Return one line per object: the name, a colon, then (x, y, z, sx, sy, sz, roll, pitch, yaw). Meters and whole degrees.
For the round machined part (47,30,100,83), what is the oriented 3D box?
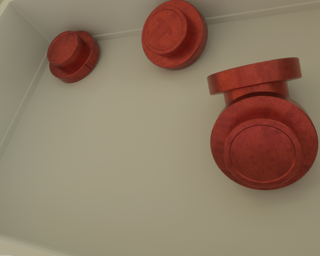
round machined part: (-0.160, -0.132, 0.550, 0.098, 0.042, 0.098, -11, 64, 23)

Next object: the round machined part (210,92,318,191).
round machined part: (0.097, 0.017, 0.296, 0.098, 0.097, 0.042, -12, 15, 21)

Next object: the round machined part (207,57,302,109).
round machined part: (0.105, -0.045, 0.343, 0.098, 0.098, 0.042, -9, 93, 23)

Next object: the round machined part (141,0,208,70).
round machined part: (0.015, -0.135, 0.443, 0.098, 0.042, 0.097, 0, 90, 28)
